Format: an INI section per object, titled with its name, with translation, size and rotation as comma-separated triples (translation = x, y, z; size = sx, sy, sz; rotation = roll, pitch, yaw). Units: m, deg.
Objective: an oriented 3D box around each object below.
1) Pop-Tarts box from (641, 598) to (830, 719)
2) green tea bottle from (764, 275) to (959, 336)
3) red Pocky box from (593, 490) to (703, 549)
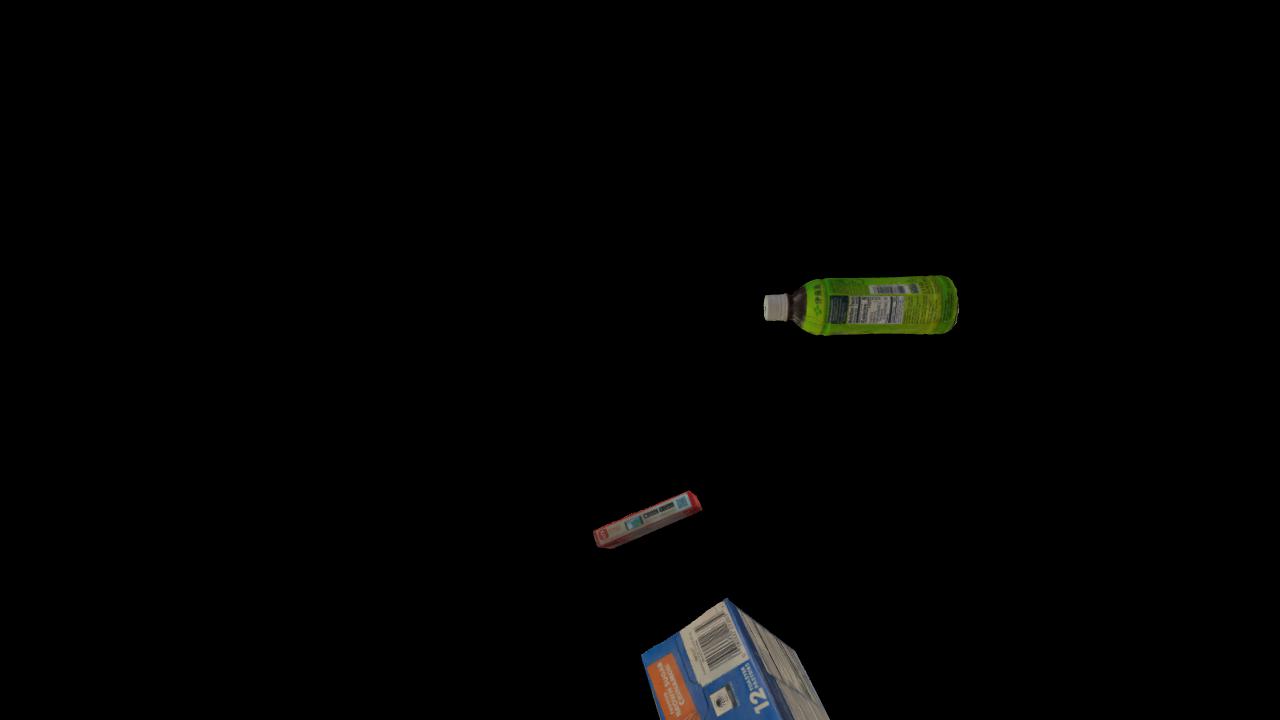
[Pop-Tarts box]
translation = 0.090, 0.280, 0.428
size = 0.083, 0.167, 0.141
rotation = -35, -50, 8
[green tea bottle]
translation = 0.253, -0.064, 0.720
size = 0.212, 0.073, 0.073
rotation = 1, 0, 1
[red Pocky box]
translation = 0.014, 0.236, 0.906
size = 0.155, 0.028, 0.083
rotation = -24, -22, 3
